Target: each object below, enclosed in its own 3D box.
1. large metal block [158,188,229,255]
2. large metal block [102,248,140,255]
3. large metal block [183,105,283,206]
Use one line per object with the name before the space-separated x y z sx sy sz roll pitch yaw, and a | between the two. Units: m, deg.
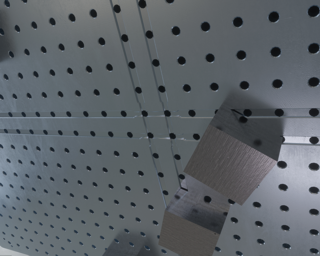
large metal block | 0.049 0.148 0.461 0.080 0.050 0.079 20 126 16
large metal block | -0.072 0.291 0.614 0.080 0.050 0.080 -8 115 31
large metal block | 0.086 0.032 0.370 0.080 0.050 0.079 30 128 9
